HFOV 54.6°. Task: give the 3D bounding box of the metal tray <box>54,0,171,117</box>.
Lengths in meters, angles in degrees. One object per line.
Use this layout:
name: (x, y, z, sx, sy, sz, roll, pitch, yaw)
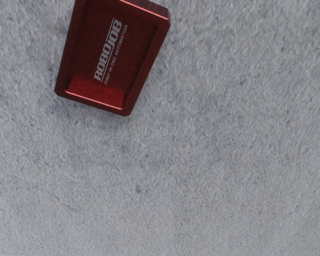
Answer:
metal tray: (-0.054, -0.080, 0.335, 0.091, 0.030, 0.129, 18, 128, -15)
